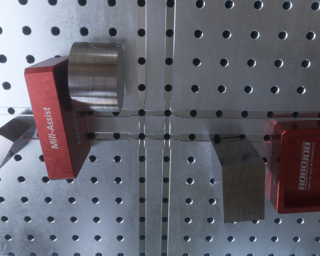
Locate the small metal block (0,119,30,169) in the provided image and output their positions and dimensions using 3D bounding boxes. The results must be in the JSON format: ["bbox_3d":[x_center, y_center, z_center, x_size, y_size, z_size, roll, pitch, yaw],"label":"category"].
[{"bbox_3d":[-0.203,0.022,0.405,0.025,0.050,0.050,33,107,-12],"label":"small metal block"}]

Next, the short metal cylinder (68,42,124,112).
[{"bbox_3d":[-0.071,-0.059,0.361,0.050,0.080,0.079,1,110,-1],"label":"short metal cylinder"}]

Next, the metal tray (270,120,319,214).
[{"bbox_3d":[0.207,0.055,0.434,0.091,0.030,0.129,-4,110,1],"label":"metal tray"}]

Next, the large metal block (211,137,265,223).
[{"bbox_3d":[0.101,0.066,0.410,0.050,0.080,0.079,-6,110,2],"label":"large metal block"}]

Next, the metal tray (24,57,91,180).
[{"bbox_3d":[-0.116,-0.015,0.371,0.030,0.090,0.129,-5,110,1],"label":"metal tray"}]
